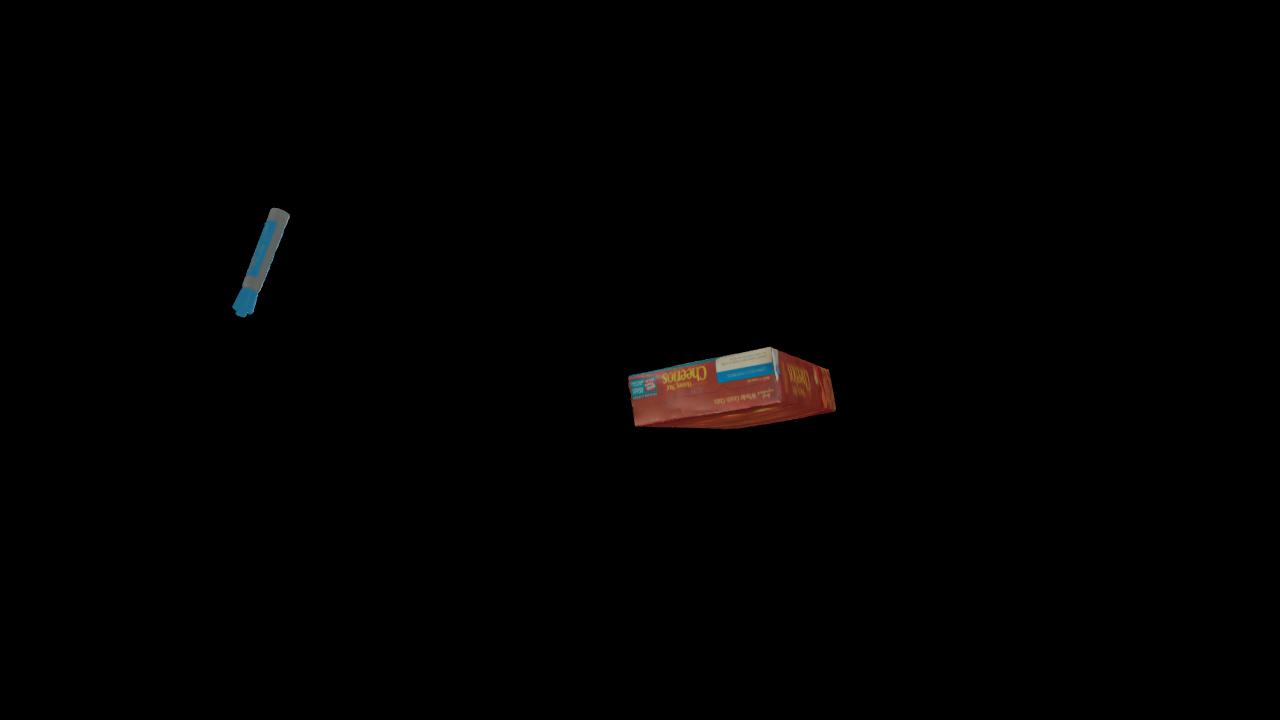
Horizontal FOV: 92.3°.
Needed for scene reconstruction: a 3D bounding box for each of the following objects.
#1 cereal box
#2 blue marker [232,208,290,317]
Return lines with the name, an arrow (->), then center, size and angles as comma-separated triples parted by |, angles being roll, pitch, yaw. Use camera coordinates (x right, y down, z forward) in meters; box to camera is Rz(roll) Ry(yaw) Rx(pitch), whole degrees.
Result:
cereal box -> 0.147, 0.050, 0.891 | 0.203, 0.081, 0.306 | -13, -13, 28
blue marker -> -0.395, -0.102, 0.641 | 0.020, 0.121, 0.020 | 9, -17, 3
